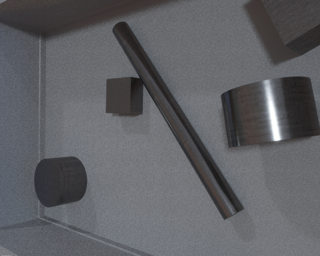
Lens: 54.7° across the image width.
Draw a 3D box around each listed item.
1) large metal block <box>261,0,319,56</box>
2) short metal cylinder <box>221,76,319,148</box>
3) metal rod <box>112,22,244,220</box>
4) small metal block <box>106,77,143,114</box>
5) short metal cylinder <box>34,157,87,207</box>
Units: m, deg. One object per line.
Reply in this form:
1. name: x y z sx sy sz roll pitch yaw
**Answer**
1. large metal block: 0.139 -0.124 0.275 0.080 0.050 0.080 -31 71 35
2. short metal cylinder: 0.101 -0.012 0.287 0.080 0.081 0.050 -13 82 39
3. metal rod: 0.012 -0.025 0.395 0.025 0.025 0.299 -44 64 31
4. small metal block: -0.051 -0.046 0.447 0.050 0.025 0.050 3 92 39
5. short metal cylinder: -0.170 0.090 0.527 0.080 0.050 0.079 0 90 39
